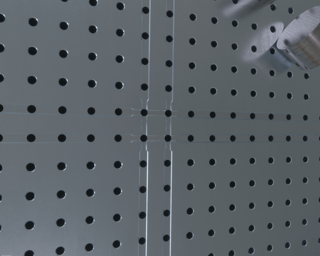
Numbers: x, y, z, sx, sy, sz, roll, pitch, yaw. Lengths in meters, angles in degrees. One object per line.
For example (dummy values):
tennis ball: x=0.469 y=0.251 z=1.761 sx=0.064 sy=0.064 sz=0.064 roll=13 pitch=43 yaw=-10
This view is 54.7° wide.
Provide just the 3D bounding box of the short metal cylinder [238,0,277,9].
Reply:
short metal cylinder: x=0.152 y=-0.223 z=0.455 sx=0.081 sy=0.050 sz=0.079 roll=0 pitch=90 yaw=-20

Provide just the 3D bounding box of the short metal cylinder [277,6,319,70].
short metal cylinder: x=0.226 y=-0.134 z=0.466 sx=0.050 sy=0.080 sz=0.080 roll=37 pitch=78 yaw=-17
